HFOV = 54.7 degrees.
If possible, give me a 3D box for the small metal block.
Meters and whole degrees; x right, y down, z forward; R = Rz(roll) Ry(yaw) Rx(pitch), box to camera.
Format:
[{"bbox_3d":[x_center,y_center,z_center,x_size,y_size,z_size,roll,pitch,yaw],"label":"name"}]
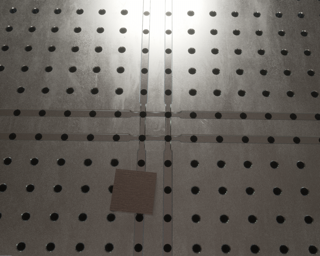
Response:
[{"bbox_3d":[-0.032,0.080,0.382,0.050,0.025,0.050,6,70,1],"label":"small metal block"}]
